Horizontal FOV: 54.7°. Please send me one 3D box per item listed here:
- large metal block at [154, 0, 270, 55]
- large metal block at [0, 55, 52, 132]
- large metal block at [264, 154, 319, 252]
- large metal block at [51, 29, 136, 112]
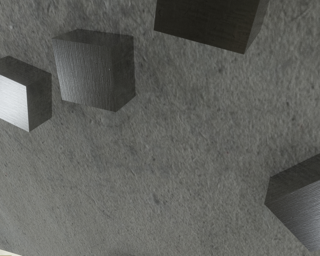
[{"bbox_3d":[0.050,-0.111,0.275,0.080,0.080,0.050,20,126,16],"label":"large metal block"},{"bbox_3d":[-0.213,-0.052,0.468,0.080,0.050,0.079,24,127,13],"label":"large metal block"},{"bbox_3d":[0.180,0.082,0.347,0.080,0.050,0.080,46,129,-5],"label":"large metal block"},{"bbox_3d":[-0.079,-0.073,0.385,0.080,0.050,0.079,13,124,20],"label":"large metal block"}]
